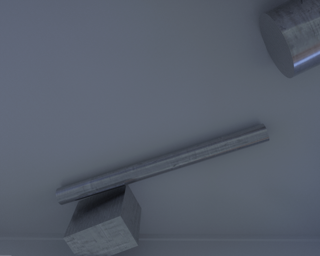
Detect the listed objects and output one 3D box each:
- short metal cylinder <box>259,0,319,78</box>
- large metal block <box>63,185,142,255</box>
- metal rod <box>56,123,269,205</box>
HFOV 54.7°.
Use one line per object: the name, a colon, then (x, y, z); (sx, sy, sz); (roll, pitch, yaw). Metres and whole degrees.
short metal cylinder: (0.153, -0.103, 0.346); (0.050, 0.080, 0.080); (-26, 108, 9)
large metal block: (-0.075, 0.130, 0.429); (0.080, 0.080, 0.050); (-23, 109, 8)
metal rod: (-0.001, 0.052, 0.430); (0.301, 0.025, 0.025); (-18, 109, 6)
